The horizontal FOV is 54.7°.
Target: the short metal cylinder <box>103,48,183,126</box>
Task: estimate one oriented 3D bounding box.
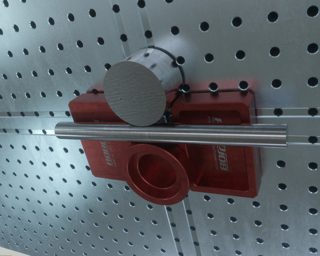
[{"bbox_3d":[-0.019,-0.049,0.370,0.080,0.050,0.079,13,124,21],"label":"short metal cylinder"}]

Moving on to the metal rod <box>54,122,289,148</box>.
[{"bbox_3d":[-0.008,0.006,0.374,0.300,0.025,0.025,1,119,27],"label":"metal rod"}]

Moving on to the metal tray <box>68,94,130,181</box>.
[{"bbox_3d":[-0.071,0.015,0.448,0.090,0.030,0.129,3,120,27],"label":"metal tray"}]

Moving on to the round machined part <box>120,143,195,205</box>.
[{"bbox_3d":[0.000,0.053,0.416,0.098,0.042,0.097,13,124,21],"label":"round machined part"}]

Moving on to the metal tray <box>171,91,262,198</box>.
[{"bbox_3d":[0.071,0.022,0.379,0.090,0.030,0.129,1,119,27],"label":"metal tray"}]
